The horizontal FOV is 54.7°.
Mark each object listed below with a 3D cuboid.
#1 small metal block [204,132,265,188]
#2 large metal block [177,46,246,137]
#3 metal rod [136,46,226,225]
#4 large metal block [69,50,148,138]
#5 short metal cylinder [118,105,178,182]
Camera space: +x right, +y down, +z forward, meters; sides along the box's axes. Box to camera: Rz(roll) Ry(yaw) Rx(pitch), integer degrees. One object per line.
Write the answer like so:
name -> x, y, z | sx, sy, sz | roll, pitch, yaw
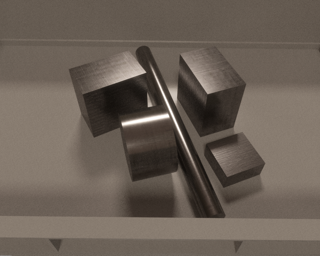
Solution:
small metal block -> 0.089, 0.038, 0.375 | 0.050, 0.025, 0.050 | -17, 52, -14
large metal block -> 0.063, -0.048, 0.411 | 0.050, 0.080, 0.080 | -16, 52, -13
metal rod -> 0.015, -0.014, 0.417 | 0.025, 0.025, 0.300 | -13, 51, -11
large metal block -> -0.064, -0.044, 0.405 | 0.081, 0.080, 0.050 | -23, 54, -18
short metal cylinder -> -0.015, 0.017, 0.355 | 0.050, 0.080, 0.080 | -11, 51, -10
